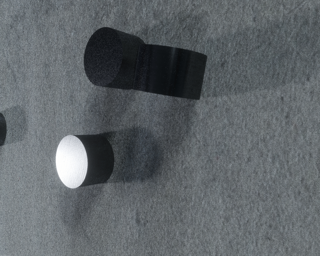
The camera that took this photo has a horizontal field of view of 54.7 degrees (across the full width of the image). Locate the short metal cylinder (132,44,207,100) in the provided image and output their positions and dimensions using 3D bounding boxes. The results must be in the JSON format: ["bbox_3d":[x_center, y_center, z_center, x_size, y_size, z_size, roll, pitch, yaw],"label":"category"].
[{"bbox_3d":[0.011,-0.064,0.359,0.080,0.081,0.050,16,100,38],"label":"short metal cylinder"}]

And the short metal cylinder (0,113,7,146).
[{"bbox_3d":[-0.396,0.003,0.710,0.080,0.050,0.079,0,90,39],"label":"short metal cylinder"}]

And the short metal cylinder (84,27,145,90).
[{"bbox_3d":[-0.062,-0.096,0.438,0.080,0.050,0.079,0,90,39],"label":"short metal cylinder"}]

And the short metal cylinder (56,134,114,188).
[{"bbox_3d":[-0.117,0.050,0.483,0.080,0.050,0.079,0,90,39],"label":"short metal cylinder"}]
